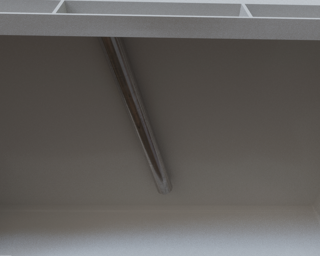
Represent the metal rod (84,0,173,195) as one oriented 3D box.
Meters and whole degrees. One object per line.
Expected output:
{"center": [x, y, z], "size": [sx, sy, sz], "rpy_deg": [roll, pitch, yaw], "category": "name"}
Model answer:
{"center": [-0.027, -0.015, 0.395], "size": [0.025, 0.025, 0.299], "rpy_deg": [-11, 130, 8], "category": "metal rod"}
